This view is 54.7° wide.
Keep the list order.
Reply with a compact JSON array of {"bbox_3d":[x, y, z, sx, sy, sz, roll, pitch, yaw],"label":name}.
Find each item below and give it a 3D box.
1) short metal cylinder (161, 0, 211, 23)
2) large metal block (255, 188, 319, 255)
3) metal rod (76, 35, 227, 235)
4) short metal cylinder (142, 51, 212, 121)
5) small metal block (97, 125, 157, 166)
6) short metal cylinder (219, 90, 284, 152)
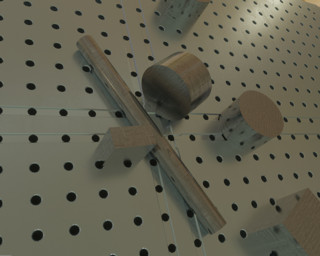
[{"bbox_3d":[0.049,-0.239,0.564,0.081,0.050,0.080,14,56,-21],"label":"short metal cylinder"},{"bbox_3d":[0.187,0.140,0.407,0.081,0.050,0.080,-32,80,-38],"label":"large metal block"},{"bbox_3d":[-0.017,0.001,0.397,0.025,0.025,0.299,-28,77,-37],"label":"metal rod"},{"bbox_3d":[0.022,-0.057,0.419,0.080,0.080,0.050,47,51,5],"label":"short metal cylinder"},{"bbox_3d":[-0.039,0.020,0.358,0.050,0.050,0.025,-4,64,-30],"label":"small metal block"},{"bbox_3d":[0.139,-0.010,0.473,0.081,0.050,0.080,13,56,-21],"label":"short metal cylinder"}]
